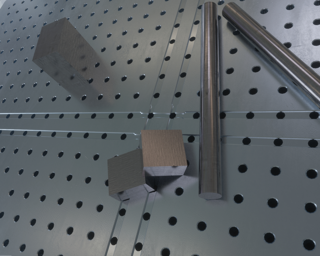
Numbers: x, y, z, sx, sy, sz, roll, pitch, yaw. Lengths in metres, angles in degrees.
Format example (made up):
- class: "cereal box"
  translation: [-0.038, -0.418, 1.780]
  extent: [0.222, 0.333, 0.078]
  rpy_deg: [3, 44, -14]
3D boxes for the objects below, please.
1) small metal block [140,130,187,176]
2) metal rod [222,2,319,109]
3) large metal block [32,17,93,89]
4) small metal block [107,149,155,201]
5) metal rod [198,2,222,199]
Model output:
- class: "small metal block"
  translation: [0.002, 0.030, 0.374]
  extent: [0.050, 0.025, 0.050]
  rpy_deg: [0, 56, -10]
- class: "metal rod"
  translation: [0.158, -0.071, 0.368]
  extent: [0.025, 0.025, 0.300]
  rpy_deg: [-33, 51, 7]
- class: "large metal block"
  translation: [-0.165, -0.128, 0.538]
  extent: [0.050, 0.080, 0.080]
  rpy_deg: [-14, 56, 21]
- class: "small metal block"
  translation: [-0.037, 0.059, 0.392]
  extent: [0.050, 0.025, 0.050]
  rpy_deg: [-20, 54, 16]
- class: "metal rod"
  translation: [0.066, -0.056, 0.408]
  extent: [0.025, 0.025, 0.299]
  rpy_deg: [-9, 58, 23]
